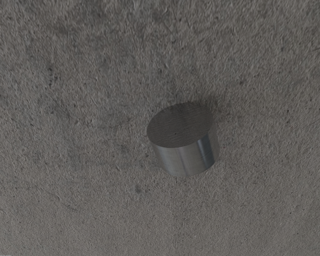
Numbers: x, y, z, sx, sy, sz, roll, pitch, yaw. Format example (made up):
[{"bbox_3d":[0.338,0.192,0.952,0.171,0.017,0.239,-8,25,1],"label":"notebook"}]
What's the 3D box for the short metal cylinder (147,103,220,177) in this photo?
[{"bbox_3d":[0.030,0.013,0.382,0.080,0.080,0.050,-12,129,10],"label":"short metal cylinder"}]
